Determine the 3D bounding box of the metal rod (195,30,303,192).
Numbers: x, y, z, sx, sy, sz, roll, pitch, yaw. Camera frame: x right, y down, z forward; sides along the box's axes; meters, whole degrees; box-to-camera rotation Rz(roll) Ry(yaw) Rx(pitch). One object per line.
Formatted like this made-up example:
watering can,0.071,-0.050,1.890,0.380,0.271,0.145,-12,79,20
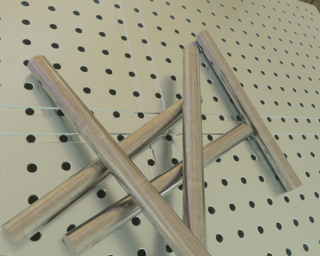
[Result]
metal rod,0.138,-0.037,0.507,0.025,0.025,0.299,-15,69,-34

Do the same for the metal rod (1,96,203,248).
metal rod,-0.041,0.026,0.371,0.025,0.025,0.302,49,51,5

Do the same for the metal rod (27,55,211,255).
metal rod,-0.053,0.027,0.331,0.025,0.025,0.300,-28,68,-38

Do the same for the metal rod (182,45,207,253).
metal rod,0.041,0.009,0.392,0.025,0.025,0.300,16,55,-20

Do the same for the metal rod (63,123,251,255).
metal rod,0.022,0.058,0.386,0.302,0.025,0.025,-27,77,-37
